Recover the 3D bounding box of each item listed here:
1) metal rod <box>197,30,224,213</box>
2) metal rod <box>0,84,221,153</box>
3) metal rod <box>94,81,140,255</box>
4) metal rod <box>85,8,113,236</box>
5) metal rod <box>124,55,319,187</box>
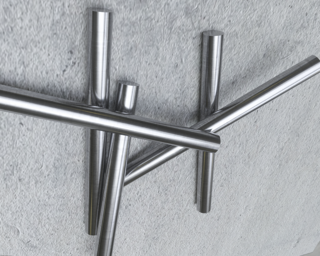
[{"bbox_3d":[0.070,0.012,0.451,0.025,0.025,0.298,-16,125,-20],"label":"metal rod"},{"bbox_3d":[-0.067,-0.010,0.330,0.302,0.025,0.025,12,112,-23],"label":"metal rod"},{"bbox_3d":[-0.062,0.088,0.400,0.025,0.025,0.298,1,110,-29],"label":"metal rod"},{"bbox_3d":[-0.076,0.014,0.373,0.025,0.025,0.298,-7,122,-25],"label":"metal rod"},{"bbox_3d":[0.072,-0.006,0.409,0.301,0.025,0.025,-31,129,4],"label":"metal rod"}]
